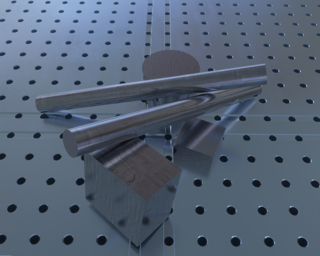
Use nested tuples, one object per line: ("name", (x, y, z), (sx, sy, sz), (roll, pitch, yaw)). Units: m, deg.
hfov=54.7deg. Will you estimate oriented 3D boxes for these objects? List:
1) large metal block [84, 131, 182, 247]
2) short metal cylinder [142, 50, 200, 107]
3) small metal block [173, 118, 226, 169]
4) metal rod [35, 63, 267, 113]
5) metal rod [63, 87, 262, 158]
("large metal block", (-0.031, 0.059, 0.317), (0.080, 0.079, 0.050), (34, 46, 25))
("short metal cylinder", (0.015, -0.069, 0.449), (0.081, 0.050, 0.080), (0, 50, 0))
("small metal block", (0.050, 0.017, 0.394), (0.050, 0.025, 0.050), (20, 53, 15))
("metal rod", (-0.022, -0.048, 0.399), (0.301, 0.025, 0.025), (-6, 49, 14))
("metal rod", (0.032, -0.022, 0.361), (0.302, 0.025, 0.025), (-18, 50, -41))
